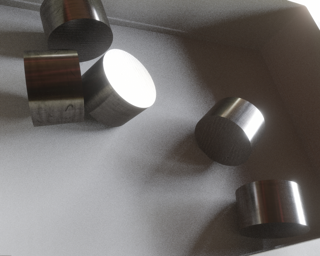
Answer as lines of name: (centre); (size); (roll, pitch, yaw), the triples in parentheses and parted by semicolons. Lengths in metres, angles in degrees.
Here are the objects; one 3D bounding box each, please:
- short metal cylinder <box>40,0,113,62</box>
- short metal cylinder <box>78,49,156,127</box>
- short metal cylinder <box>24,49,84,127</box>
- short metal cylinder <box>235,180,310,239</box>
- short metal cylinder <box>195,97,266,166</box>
short metal cylinder: (-0.105, -0.128, 0.393); (0.081, 0.080, 0.050); (-6, 65, -31)
short metal cylinder: (-0.051, -0.048, 0.377); (0.080, 0.050, 0.080); (32, 42, -33)
short metal cylinder: (-0.113, -0.043, 0.332); (0.050, 0.080, 0.080); (-7, 65, -18)
short metal cylinder: (0.137, 0.103, 0.384); (0.081, 0.080, 0.050); (15, 56, -20)
short metal cylinder: (0.095, 0.005, 0.421); (0.080, 0.080, 0.050); (45, 51, 2)
